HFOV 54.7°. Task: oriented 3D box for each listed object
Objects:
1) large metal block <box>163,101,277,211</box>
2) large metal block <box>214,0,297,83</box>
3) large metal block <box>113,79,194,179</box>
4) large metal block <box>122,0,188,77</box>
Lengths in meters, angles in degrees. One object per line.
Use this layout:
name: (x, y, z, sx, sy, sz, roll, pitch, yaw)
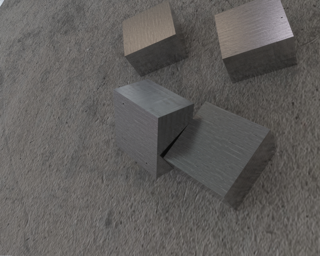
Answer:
large metal block: (0.065, 0.029, 0.336, 0.080, 0.050, 0.080, 30, 78, 37)
large metal block: (0.120, -0.113, 0.394, 0.080, 0.050, 0.080, -15, 56, 20)
large metal block: (-0.010, -0.002, 0.365, 0.050, 0.079, 0.080, -23, 41, -34)
large metal block: (-0.009, -0.137, 0.476, 0.080, 0.050, 0.080, -19, 54, 17)
